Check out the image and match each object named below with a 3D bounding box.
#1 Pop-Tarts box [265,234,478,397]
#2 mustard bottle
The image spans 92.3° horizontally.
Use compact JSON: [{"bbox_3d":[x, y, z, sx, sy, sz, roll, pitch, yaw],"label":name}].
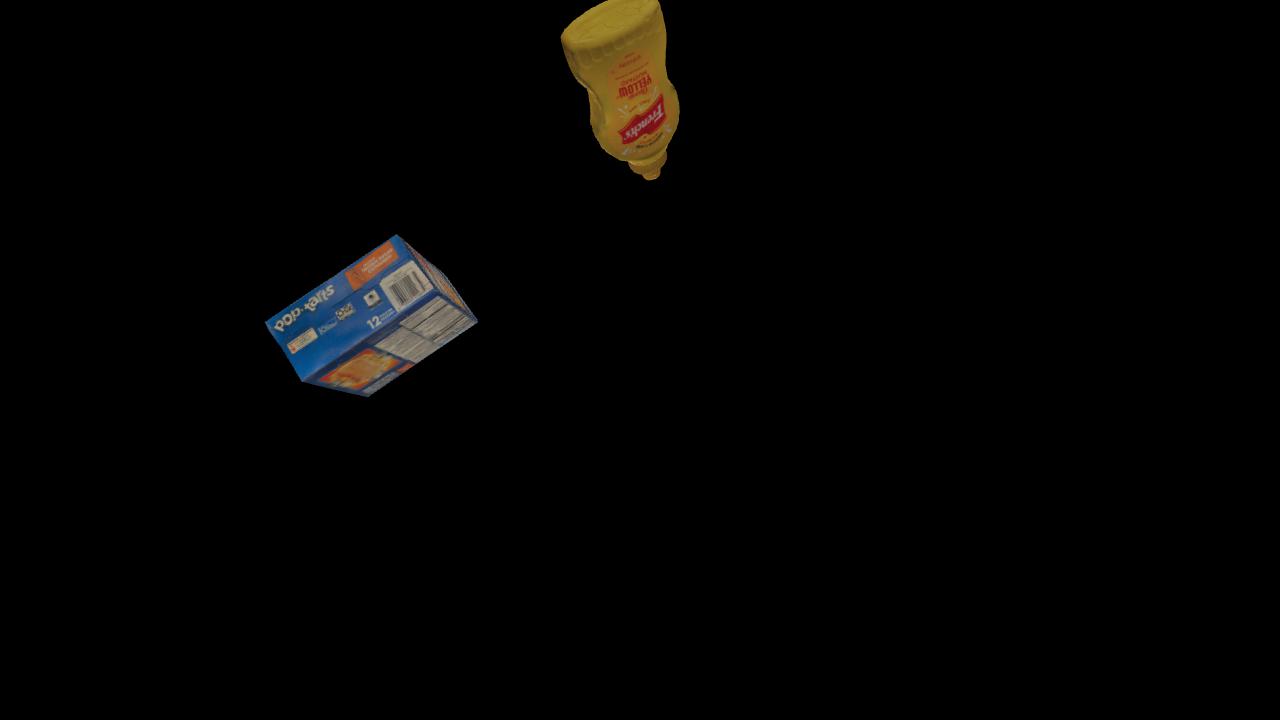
[{"bbox_3d":[-0.295,-0.044,0.701,0.167,0.083,0.141,-34,-11,-3],"label":"Pop-Tarts box"},{"bbox_3d":[-0.006,-0.244,0.593,0.092,0.054,0.184,-34,-31,-6],"label":"mustard bottle"}]
